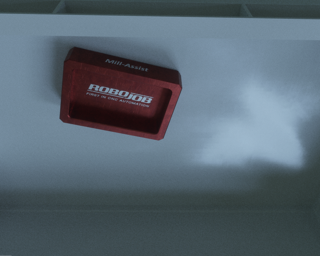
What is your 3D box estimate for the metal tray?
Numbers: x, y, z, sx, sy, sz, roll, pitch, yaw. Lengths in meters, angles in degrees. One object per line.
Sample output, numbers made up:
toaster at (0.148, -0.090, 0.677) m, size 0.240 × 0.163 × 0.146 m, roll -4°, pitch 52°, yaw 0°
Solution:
metal tray at (-0.048, -0.037, 0.373) m, size 0.131 × 0.030 × 0.089 m, roll 11°, pitch 129°, yaw -10°
